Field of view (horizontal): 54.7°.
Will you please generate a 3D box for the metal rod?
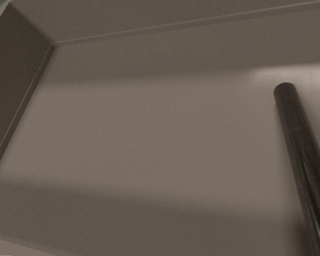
[{"bbox_3d":[0.115,0.039,0.234,0.025,0.025,0.301,-13,28,21],"label":"metal rod"}]
